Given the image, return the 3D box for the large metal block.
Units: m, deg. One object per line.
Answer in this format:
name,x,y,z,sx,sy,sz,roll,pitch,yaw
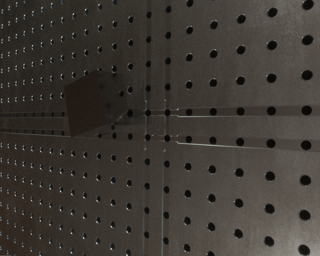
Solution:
large metal block,-0.096,-0.034,0.470,0.080,0.050,0.080,-17,79,38
